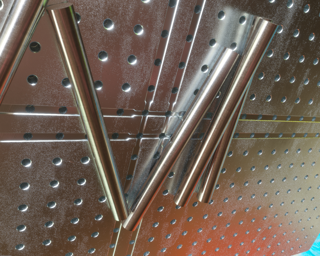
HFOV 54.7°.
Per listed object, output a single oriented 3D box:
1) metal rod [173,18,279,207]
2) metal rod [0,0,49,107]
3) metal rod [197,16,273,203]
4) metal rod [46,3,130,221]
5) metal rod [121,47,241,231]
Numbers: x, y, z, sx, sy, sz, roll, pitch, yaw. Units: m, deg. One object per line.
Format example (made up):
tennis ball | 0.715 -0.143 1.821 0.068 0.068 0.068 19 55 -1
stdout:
metal rod | 0.083 -0.004 0.440 0.025 0.025 0.298 5 121 -31
metal rod | -0.180 -0.009 0.307 0.025 0.025 0.299 21 107 -37
metal rod | 0.104 -0.011 0.463 0.025 0.025 0.298 -2 120 -28
metal rod | -0.076 0.007 0.375 0.025 0.025 0.298 -21 127 -17
metal rod | 0.023 0.025 0.441 0.025 0.025 0.298 19 108 -36
